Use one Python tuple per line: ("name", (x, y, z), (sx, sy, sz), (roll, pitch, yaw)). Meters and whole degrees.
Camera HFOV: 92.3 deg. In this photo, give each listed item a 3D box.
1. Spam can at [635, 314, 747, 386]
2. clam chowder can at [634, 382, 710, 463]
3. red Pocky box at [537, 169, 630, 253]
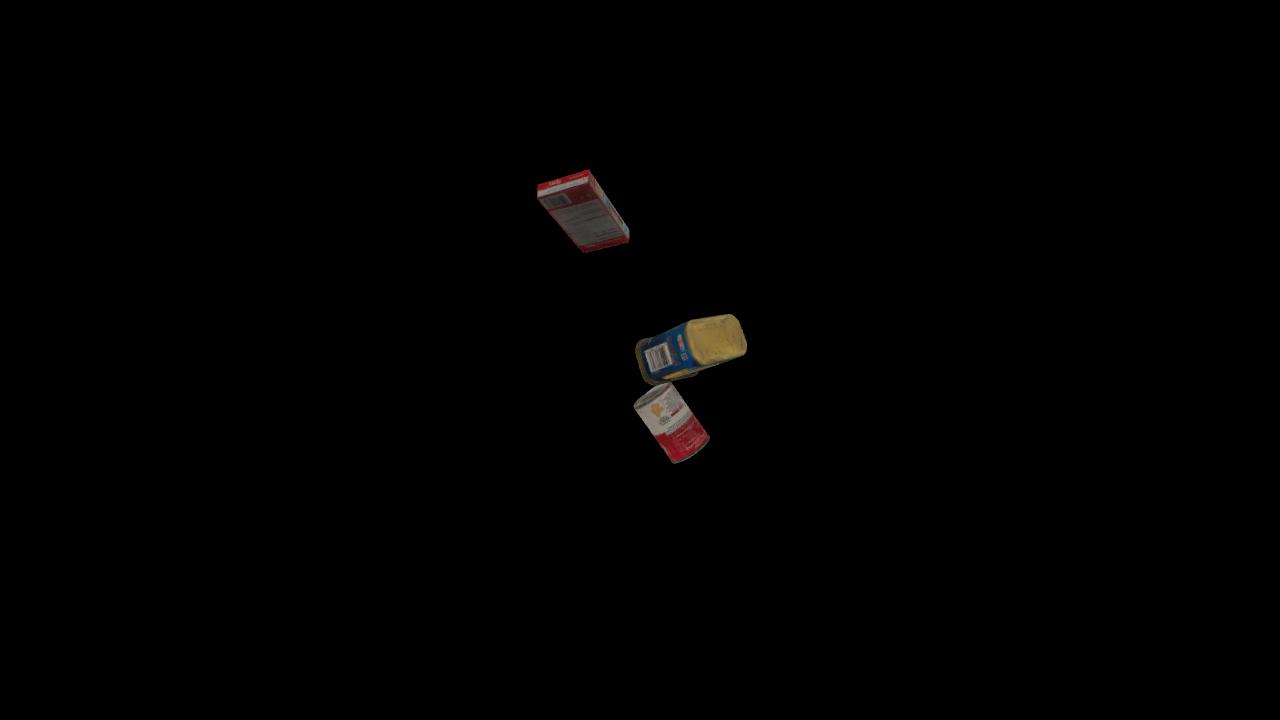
("Spam can", (0.061, -0.013, 0.714), (0.101, 0.058, 0.085), (-12, -7, -43))
("clam chowder can", (0.045, 0.089, 0.890), (0.068, 0.102, 0.068), (-34, 7, 5))
("red Pocky box", (-0.080, -0.214, 0.906), (0.083, 0.028, 0.155), (-11, -24, 17))
